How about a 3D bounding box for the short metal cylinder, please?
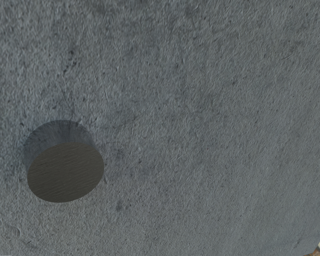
[{"bbox_3d":[-0.110,0.037,0.353,0.081,0.050,0.080,-14,124,-21],"label":"short metal cylinder"}]
